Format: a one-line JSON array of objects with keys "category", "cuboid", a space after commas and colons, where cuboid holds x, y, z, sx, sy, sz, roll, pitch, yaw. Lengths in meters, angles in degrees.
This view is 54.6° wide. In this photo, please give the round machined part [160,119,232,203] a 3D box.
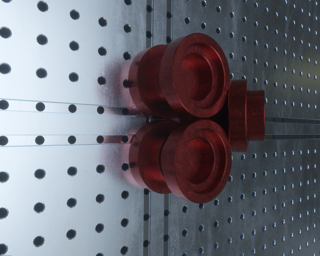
[{"category": "round machined part", "cuboid": [0.040, 0.038, 0.375, 0.099, 0.042, 0.097, 0, 90, -40]}]

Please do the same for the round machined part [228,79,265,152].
[{"category": "round machined part", "cuboid": [0.118, -0.016, 0.413, 0.098, 0.042, 0.097, -1, 90, -72]}]

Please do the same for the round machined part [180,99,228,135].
[{"category": "round machined part", "cuboid": [0.080, -0.017, 0.464, 0.099, 0.042, 0.097, 0, 90, -40]}]

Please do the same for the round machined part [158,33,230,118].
[{"category": "round machined part", "cuboid": [0.037, -0.060, 0.372, 0.099, 0.042, 0.097, 0, 90, -40]}]

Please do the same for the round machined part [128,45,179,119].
[{"category": "round machined part", "cuboid": [0.010, -0.060, 0.407, 0.099, 0.042, 0.097, 0, 90, -40]}]

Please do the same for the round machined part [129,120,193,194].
[{"category": "round machined part", "cuboid": [0.011, 0.038, 0.407, 0.099, 0.042, 0.097, 0, 90, -40]}]
